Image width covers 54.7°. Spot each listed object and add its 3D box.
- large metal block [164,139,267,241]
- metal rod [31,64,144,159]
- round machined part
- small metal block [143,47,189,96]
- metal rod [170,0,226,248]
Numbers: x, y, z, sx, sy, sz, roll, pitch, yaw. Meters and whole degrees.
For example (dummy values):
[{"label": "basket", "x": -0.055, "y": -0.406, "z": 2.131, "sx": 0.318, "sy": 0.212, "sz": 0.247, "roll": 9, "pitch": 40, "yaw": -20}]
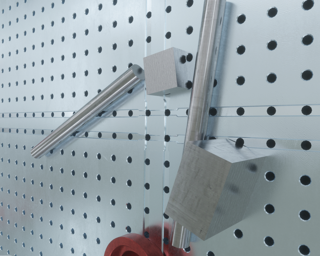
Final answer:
[{"label": "large metal block", "x": 0.059, "y": 0.059, "z": 0.323, "sx": 0.050, "sy": 0.081, "sz": 0.079, "roll": 26, "pitch": 106, "yaw": 36}, {"label": "metal rod", "x": -0.134, "y": -0.015, "z": 0.517, "sx": 0.299, "sy": 0.025, "sz": 0.025, "roll": -31, "pitch": 71, "yaw": 35}, {"label": "round machined part", "x": -0.029, "y": 0.192, "z": 0.420, "sx": 0.098, "sy": 0.042, "sz": 0.097, "roll": 0, "pitch": 90, "yaw": 39}, {"label": "small metal block", "x": 0.007, "y": -0.071, "z": 0.402, "sx": 0.050, "sy": 0.025, "sz": 0.050, "roll": -9, "pitch": 84, "yaw": 39}, {"label": "metal rod", "x": 0.044, "y": -0.003, "z": 0.371, "sx": 0.025, "sy": 0.025, "sz": 0.298, "roll": 13, "pitch": 98, "yaw": 39}]
